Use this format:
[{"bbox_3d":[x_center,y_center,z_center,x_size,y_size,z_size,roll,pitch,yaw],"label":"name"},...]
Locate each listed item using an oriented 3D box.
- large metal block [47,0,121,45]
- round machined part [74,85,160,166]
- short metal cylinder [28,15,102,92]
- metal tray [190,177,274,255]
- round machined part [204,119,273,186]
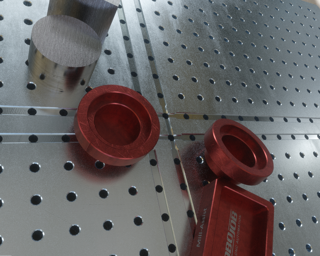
[{"bbox_3d":[-0.102,-0.166,0.419,0.080,0.080,0.050,20,54,-17],"label":"large metal block"},{"bbox_3d":[-0.053,0.000,0.368,0.099,0.042,0.098,14,56,-21],"label":"round machined part"},{"bbox_3d":[-0.119,-0.092,0.384,0.081,0.050,0.080,14,56,-21],"label":"short metal cylinder"},{"bbox_3d":[0.088,0.135,0.369,0.090,0.030,0.130,27,52,-11],"label":"metal tray"},{"bbox_3d":[0.100,0.037,0.417,0.099,0.042,0.098,23,37,-18],"label":"round machined part"}]
